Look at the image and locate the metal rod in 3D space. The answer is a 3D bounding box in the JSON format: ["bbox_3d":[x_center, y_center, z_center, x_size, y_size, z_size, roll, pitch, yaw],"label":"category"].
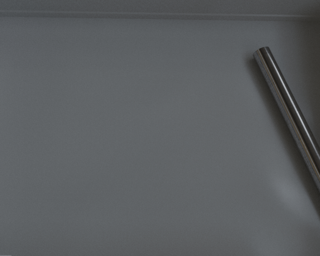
[{"bbox_3d":[0.192,0.023,0.403,0.025,0.025,0.299,-16,71,-6],"label":"metal rod"}]
